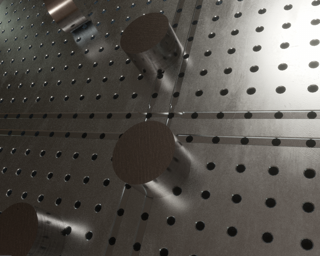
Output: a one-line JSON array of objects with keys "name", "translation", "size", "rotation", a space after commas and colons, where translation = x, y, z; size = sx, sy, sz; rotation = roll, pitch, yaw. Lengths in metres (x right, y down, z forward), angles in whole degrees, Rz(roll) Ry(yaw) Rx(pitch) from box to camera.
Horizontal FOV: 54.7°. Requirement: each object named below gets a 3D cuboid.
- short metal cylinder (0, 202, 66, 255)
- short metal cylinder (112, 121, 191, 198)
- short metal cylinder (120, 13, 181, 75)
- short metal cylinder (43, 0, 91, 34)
[{"name": "short metal cylinder", "translation": [-0.169, 0.141, 0.392], "size": [0.080, 0.050, 0.080], "rotation": [-13, 56, 20]}, {"name": "short metal cylinder", "translation": [-0.010, 0.038, 0.373], "size": [0.080, 0.050, 0.080], "rotation": [-13, 56, 20]}, {"name": "short metal cylinder", "translation": [-0.014, -0.130, 0.477], "size": [0.080, 0.050, 0.080], "rotation": [-13, 56, 20]}, {"name": "short metal cylinder", "translation": [-0.181, -0.234, 0.609], "size": [0.050, 0.080, 0.080], "rotation": [-28, 52, 10]}]
